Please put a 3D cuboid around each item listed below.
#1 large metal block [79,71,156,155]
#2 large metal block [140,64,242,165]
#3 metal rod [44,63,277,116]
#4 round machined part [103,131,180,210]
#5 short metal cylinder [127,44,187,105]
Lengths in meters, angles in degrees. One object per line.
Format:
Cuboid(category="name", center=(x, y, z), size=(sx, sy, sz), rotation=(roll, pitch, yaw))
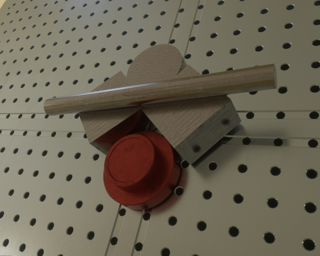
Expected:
Cuboid(category="large metal block", center=(-0.062, -0.019, 0.431), size=(0.080, 0.050, 0.080), rotation=(-34, 53, 5))
Cuboid(category="large metal block", center=(0.036, -0.017, 0.375), size=(0.080, 0.050, 0.080), rotation=(-41, 51, 1))
Cuboid(category="metal rod", center=(-0.020, -0.040, 0.372), size=(0.300, 0.025, 0.025), rotation=(-5, 60, 26))
Cuboid(category="round machined part", center=(-0.028, 0.046, 0.379), size=(0.098, 0.042, 0.098), rotation=(-13, 56, 21))
Cuboid(category="short metal cylinder", center=(0.002, -0.068, 0.428), size=(0.080, 0.050, 0.080), rotation=(-13, 56, 21))
